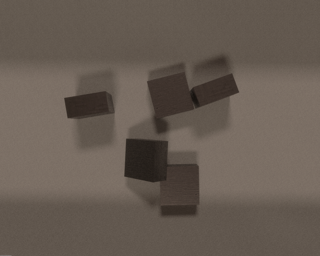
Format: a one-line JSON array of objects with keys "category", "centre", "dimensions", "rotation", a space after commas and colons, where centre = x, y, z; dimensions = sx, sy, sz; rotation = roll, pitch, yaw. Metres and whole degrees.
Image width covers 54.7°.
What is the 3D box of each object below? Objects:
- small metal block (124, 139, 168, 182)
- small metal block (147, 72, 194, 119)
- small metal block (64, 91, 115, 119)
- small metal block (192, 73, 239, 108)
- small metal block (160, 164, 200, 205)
[{"category": "small metal block", "centre": [-0.018, 0.040, 0.398], "dimensions": [0.050, 0.025, 0.050], "rotation": [3, 90, 40]}, {"category": "small metal block", "centre": [0.014, -0.042, 0.412], "dimensions": [0.050, 0.025, 0.050], "rotation": [-14, 90, -1]}, {"category": "small metal block", "centre": [-0.089, -0.028, 0.398], "dimensions": [0.050, 0.050, 0.025], "rotation": [-10, 90, 0]}, {"category": "small metal block", "centre": [0.068, -0.046, 0.400], "dimensions": [0.050, 0.050, 0.025], "rotation": [-20, 90, 0]}, {"category": "small metal block", "centre": [0.025, 0.075, 0.412], "dimensions": [0.050, 0.025, 0.050], "rotation": [-1, 90, -1]}]
